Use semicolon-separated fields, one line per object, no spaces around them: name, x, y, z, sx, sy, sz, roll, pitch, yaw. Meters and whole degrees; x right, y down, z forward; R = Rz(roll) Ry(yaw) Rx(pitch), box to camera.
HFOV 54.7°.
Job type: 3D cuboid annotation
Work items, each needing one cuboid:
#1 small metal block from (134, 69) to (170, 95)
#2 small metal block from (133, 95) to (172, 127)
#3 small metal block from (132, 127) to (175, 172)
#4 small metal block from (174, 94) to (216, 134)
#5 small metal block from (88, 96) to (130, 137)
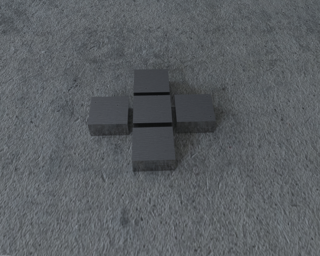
small metal block;-0.012;-0.061;0.456;0.050;0.025;0.050;-1;50;-2
small metal block;-0.010;-0.018;0.420;0.050;0.025;0.050;-1;50;-2
small metal block;-0.008;0.026;0.383;0.050;0.025;0.050;-2;50;-2
small metal block;0.046;-0.020;0.422;0.050;0.025;0.050;-1;50;-2
small metal block;-0.067;-0.016;0.417;0.050;0.025;0.050;-1;50;-2
